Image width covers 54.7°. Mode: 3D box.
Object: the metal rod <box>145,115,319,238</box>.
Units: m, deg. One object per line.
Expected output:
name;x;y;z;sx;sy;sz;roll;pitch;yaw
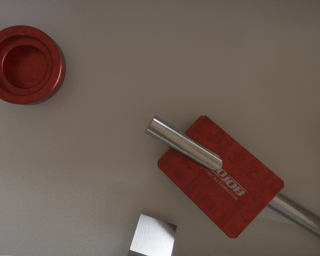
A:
metal rod;0.115;0.073;0.394;0.301;0.025;0.025;31;90;-8

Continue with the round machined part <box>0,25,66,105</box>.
round machined part;-0.171;-0.078;0.401;0.099;0.042;0.097;0;90;-1

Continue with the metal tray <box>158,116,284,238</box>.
metal tray;0.073;0.058;0.388;0.130;0.030;0.090;43;89;20

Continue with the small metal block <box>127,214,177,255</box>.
small metal block;-0.010;0.145;0.397;0.050;0.050;0.025;19;134;0
